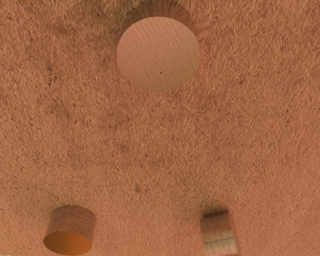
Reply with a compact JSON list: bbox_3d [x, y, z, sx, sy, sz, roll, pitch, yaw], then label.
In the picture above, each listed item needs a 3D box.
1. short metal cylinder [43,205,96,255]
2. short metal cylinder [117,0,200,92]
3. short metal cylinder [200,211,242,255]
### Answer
[{"bbox_3d":[-0.156,0.180,0.543,0.081,0.050,0.079,0,130,0],"label":"short metal cylinder"},{"bbox_3d":[-0.001,-0.084,0.319,0.081,0.050,0.079,0,130,0],"label":"short metal cylinder"},{"bbox_3d":[0.105,0.189,0.533,0.050,0.080,0.080,-17,128,13],"label":"short metal cylinder"}]
